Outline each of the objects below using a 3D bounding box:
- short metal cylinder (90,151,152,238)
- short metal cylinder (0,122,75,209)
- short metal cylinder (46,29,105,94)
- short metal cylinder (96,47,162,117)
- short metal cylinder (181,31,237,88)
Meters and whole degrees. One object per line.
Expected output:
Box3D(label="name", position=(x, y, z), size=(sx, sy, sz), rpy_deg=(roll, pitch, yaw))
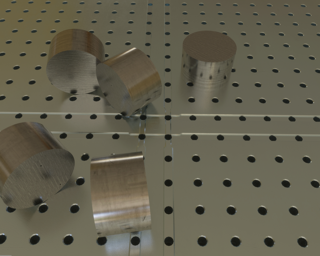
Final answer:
Box3D(label="short metal cylinder", position=(-0.039, 0.066, 0.316), size=(0.050, 0.080, 0.080), rpy_deg=(-7, 51, -6))
Box3D(label="short metal cylinder", position=(-0.142, 0.040, 0.337), size=(0.080, 0.080, 0.050), rpy_deg=(-36, 59, -26))
Box3D(label="short metal cylinder", position=(-0.120, -0.095, 0.450), size=(0.081, 0.080, 0.050), rpy_deg=(-6, 51, -5))
Box3D(label="short metal cylinder", position=(-0.043, -0.063, 0.424), size=(0.050, 0.080, 0.080), rpy_deg=(-35, 59, -26))
Box3D(label="short metal cylinder", position=(0.074, -0.108, 0.483), size=(0.081, 0.050, 0.080), rpy_deg=(0, 50, 0))
